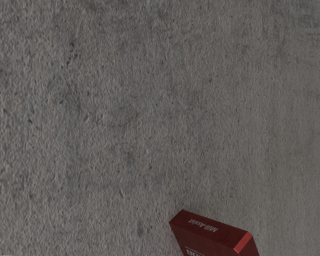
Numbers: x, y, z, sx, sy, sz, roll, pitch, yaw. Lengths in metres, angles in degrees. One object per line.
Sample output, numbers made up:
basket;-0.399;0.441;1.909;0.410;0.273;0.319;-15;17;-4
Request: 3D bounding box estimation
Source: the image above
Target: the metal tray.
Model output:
metal tray;0.071;0.165;0.413;0.030;0.130;0.090;-35;112;-33
